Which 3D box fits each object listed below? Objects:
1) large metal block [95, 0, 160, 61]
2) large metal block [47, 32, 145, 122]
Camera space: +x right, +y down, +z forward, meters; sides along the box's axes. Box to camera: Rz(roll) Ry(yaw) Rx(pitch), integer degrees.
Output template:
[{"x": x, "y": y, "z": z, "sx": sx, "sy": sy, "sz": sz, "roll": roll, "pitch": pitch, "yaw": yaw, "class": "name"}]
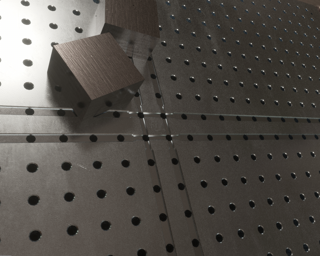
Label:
[{"x": -0.050, "y": -0.156, "z": 0.462, "sx": 0.081, "sy": 0.050, "sz": 0.080, "roll": 9, "pitch": 58, "yaw": -24, "class": "large metal block"}, {"x": -0.081, "y": -0.066, "z": 0.390, "sx": 0.081, "sy": 0.050, "sz": 0.080, "roll": -29, "pitch": 78, "yaw": -38, "class": "large metal block"}]
